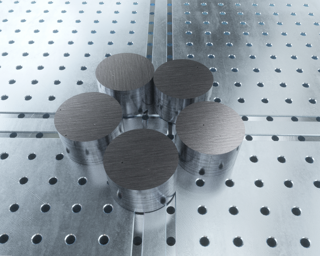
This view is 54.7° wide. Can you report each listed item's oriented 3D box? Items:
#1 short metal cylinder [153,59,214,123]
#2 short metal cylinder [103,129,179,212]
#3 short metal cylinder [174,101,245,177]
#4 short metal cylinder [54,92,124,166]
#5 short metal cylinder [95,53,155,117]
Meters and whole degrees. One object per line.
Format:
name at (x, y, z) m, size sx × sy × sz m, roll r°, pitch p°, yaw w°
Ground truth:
short metal cylinder at (0.031, -0.051, 0.433) m, size 0.081 × 0.050 × 0.080 m, roll 0°, pitch 50°, yaw 0°
short metal cylinder at (-0.020, 0.047, 0.350) m, size 0.080 × 0.050 × 0.080 m, roll 0°, pitch 50°, yaw 1°
short metal cylinder at (0.058, 0.013, 0.379) m, size 0.081 × 0.050 × 0.080 m, roll 0°, pitch 51°, yaw 0°
short metal cylinder at (-0.086, 0.000, 0.390) m, size 0.081 × 0.050 × 0.080 m, roll 0°, pitch 50°, yaw 0°
short metal cylinder at (-0.048, -0.063, 0.443) m, size 0.081 × 0.050 × 0.080 m, roll 0°, pitch 50°, yaw 0°
